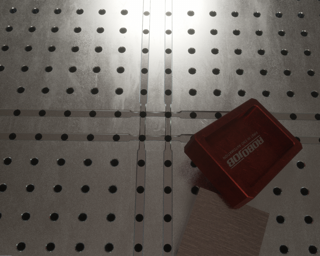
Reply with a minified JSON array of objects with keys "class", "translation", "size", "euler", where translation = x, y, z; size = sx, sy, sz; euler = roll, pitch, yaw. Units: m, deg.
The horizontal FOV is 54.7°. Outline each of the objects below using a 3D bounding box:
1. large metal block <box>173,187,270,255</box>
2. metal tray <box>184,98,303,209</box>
[{"class":"large metal block","translation":[0.068,0.123,0.354],"size":[0.080,0.050,0.080],"euler":[20,71,7]},{"class":"metal tray","translation":[0.103,0.024,0.372],"size":[0.131,0.030,0.090],"euler":[-29,71,-38]}]
